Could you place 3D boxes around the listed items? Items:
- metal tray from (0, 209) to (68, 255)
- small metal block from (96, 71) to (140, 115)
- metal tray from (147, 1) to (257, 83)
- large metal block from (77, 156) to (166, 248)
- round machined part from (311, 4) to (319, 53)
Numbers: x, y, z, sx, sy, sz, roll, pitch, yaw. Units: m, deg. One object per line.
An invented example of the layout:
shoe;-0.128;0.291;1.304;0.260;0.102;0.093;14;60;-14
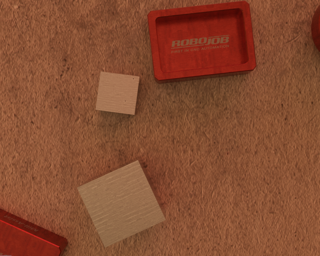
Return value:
metal tray;-0.201;0.166;0.406;0.131;0.030;0.090;25;90;0
small metal block;-0.054;-0.045;0.409;0.050;0.025;0.050;8;90;0
metal tray;0.053;-0.111;0.407;0.131;0.030;0.089;-6;90;0
large metal block;-0.046;0.091;0.397;0.080;0.050;0.080;-25;90;0
round machined part;0.245;-0.129;0.403;0.099;0.042;0.097;0;90;0
